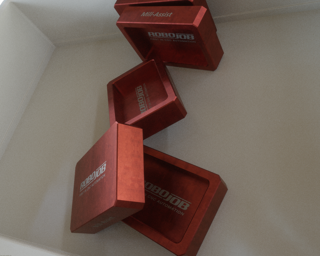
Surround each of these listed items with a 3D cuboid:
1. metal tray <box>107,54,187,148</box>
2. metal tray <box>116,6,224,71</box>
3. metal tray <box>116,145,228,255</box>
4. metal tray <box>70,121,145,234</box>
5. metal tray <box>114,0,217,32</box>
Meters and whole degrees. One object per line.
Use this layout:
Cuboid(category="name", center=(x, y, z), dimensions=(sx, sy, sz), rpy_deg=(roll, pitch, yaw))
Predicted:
Cuboid(category="metal tray", center=(-0.023, -0.041, 0.416), dimensions=(0.090, 0.030, 0.130), rpy_deg=(-29, 37, 9))
Cuboid(category="metal tray", center=(0.014, -0.125, 0.431), dimensions=(0.130, 0.090, 0.030), rpy_deg=(14, 69, 33))
Cuboid(category="metal tray", center=(-0.001, 0.077, 0.354), dimensions=(0.130, 0.030, 0.090), rpy_deg=(19, 72, 35))
Cuboid(category="metal tray", center=(-0.063, 0.061, 0.350), dimensions=(0.129, 0.030, 0.090), rpy_deg=(-40, 44, 46))
Cuboid(category="metal tray", center=(0.008, -0.161, 0.457), dimensions=(0.130, 0.090, 0.030), rpy_deg=(10, 67, 32))
